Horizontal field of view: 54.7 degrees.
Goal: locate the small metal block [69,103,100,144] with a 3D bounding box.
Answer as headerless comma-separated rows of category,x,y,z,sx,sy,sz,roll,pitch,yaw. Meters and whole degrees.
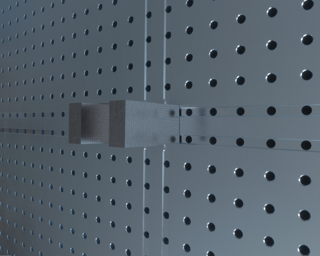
small metal block,-0.088,-0.006,0.397,0.025,0.050,0.050,1,90,40

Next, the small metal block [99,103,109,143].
small metal block,-0.050,-0.006,0.384,0.050,0.025,0.050,1,91,39

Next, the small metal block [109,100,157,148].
small metal block,-0.029,-0.004,0.348,0.025,0.050,0.050,1,90,40

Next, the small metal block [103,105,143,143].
small metal block,-0.051,-0.005,0.432,0.025,0.050,0.050,1,91,40

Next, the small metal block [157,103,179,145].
small metal block,-0.001,-0.005,0.391,0.025,0.050,0.050,-1,90,40
